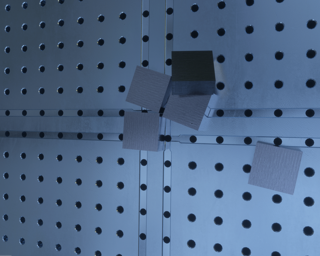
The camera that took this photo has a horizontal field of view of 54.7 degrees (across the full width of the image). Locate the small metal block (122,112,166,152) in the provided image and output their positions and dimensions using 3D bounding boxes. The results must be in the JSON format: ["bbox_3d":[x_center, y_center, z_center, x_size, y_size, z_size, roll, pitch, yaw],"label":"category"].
[{"bbox_3d":[-0.021,0.004,0.419,0.050,0.025,0.050,4,91,19],"label":"small metal block"}]

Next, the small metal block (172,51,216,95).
[{"bbox_3d":[0.039,-0.068,0.379,0.050,0.025,0.050,0,56,2],"label":"small metal block"}]

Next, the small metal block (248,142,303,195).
[{"bbox_3d":[0.135,0.046,0.365,0.050,0.025,0.050,12,94,19],"label":"small metal block"}]

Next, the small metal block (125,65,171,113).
[{"bbox_3d":[-0.012,-0.051,0.416,0.050,0.025,0.050,21,97,18],"label":"small metal block"}]

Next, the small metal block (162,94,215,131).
[{"bbox_3d":[0.038,-0.029,0.399,0.050,0.025,0.050,22,97,18],"label":"small metal block"}]
